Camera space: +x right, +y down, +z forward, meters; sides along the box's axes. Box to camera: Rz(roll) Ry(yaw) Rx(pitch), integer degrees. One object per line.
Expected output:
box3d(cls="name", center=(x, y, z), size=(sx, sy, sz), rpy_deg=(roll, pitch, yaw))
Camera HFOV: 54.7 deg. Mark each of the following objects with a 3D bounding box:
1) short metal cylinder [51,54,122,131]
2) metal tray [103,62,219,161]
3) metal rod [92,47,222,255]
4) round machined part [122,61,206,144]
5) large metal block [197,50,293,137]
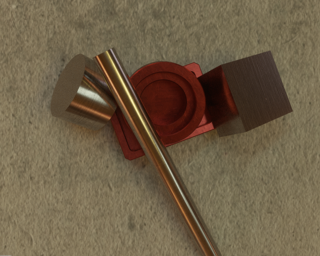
box3d(cls="short metal cylinder", center=(-0.090, -0.042, 0.376), size=(0.050, 0.080, 0.080), rpy_deg=(24, 90, -36))
box3d(cls="metal tray", center=(0.003, -0.021, 0.409), size=(0.131, 0.030, 0.090), rpy_deg=(-21, 90, -1))
box3d(cls="metal rod", center=(0.006, 0.048, 0.367), size=(0.025, 0.025, 0.299), rpy_deg=(-27, 107, 0))
box3d(cls="round machined part", center=(0.003, -0.032, 0.379), size=(0.099, 0.042, 0.097), rpy_deg=(-1, 105, -5))
box3d(cls="large metal block", center=(0.105, -0.042, 0.383), size=(0.081, 0.050, 0.080), rpy_deg=(-20, 90, -26))
